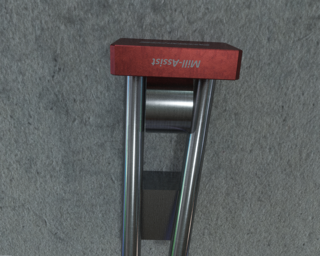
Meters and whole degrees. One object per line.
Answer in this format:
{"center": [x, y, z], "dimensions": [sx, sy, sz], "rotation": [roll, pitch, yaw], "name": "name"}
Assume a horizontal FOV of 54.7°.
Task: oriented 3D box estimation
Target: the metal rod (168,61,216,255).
{"center": [0.038, 0.063, 0.385], "dimensions": [0.025, 0.025, 0.298], "rotation": [8, 95, -3], "name": "metal rod"}

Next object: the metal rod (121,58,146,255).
{"center": [-0.033, 0.060, 0.384], "dimensions": [0.025, 0.025, 0.298], "rotation": [2, 95, -1], "name": "metal rod"}

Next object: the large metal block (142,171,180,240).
{"center": [0.002, 0.108, 0.435], "dimensions": [0.081, 0.050, 0.079], "rotation": [2, 110, -1], "name": "large metal block"}

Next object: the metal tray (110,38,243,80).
{"center": [0.016, -0.079, 0.347], "dimensions": [0.131, 0.090, 0.030], "rotation": [2, 110, -1], "name": "metal tray"}

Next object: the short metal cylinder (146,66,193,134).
{"center": [0.009, -0.033, 0.370], "dimensions": [0.050, 0.080, 0.079], "rotation": [2, 110, -2], "name": "short metal cylinder"}
